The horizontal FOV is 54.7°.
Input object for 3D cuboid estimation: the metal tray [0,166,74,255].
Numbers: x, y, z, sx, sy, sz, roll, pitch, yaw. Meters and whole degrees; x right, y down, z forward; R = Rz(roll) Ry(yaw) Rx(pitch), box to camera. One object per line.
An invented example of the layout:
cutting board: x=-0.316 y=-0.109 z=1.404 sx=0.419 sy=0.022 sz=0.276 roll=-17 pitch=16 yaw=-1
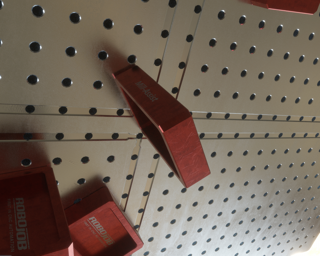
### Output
metal tray: x=-0.149 y=0.096 z=0.322 sx=0.091 sy=0.130 sz=0.030 roll=-9 pitch=122 yaw=-24

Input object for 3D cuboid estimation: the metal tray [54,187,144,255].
metal tray: x=-0.088 y=0.156 z=0.457 sx=0.090 sy=0.030 sz=0.129 roll=-30 pitch=129 yaw=-9

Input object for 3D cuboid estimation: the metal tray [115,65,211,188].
metal tray: x=0.000 y=-0.006 z=0.341 sx=0.030 sy=0.130 sz=0.090 roll=-30 pitch=129 yaw=-9

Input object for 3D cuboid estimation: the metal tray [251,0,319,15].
metal tray: x=0.171 y=-0.210 z=0.373 sx=0.091 sy=0.030 sz=0.129 roll=-5 pitch=121 yaw=-27
